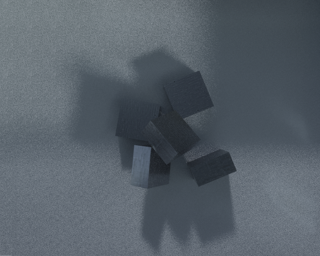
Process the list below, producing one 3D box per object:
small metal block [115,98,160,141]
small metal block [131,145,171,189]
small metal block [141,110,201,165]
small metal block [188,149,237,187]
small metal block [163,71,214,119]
[{"bbox_3d":[-0.029,-0.010,0.411,0.050,0.025,0.050,10,90,0],"label":"small metal block"},{"bbox_3d":[-0.010,0.048,0.396,0.025,0.050,0.050,5,90,32],"label":"small metal block"},{"bbox_3d":[0.014,0.010,0.381,0.050,0.050,0.025,51,131,13],"label":"small metal block"},{"bbox_3d":[0.065,0.050,0.400,0.050,0.050,0.025,-22,90,0],"label":"small metal block"},{"bbox_3d":[0.037,-0.042,0.412,0.050,0.025,0.050,-22,90,-1],"label":"small metal block"}]
